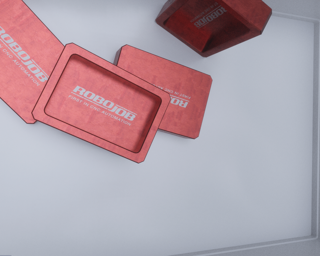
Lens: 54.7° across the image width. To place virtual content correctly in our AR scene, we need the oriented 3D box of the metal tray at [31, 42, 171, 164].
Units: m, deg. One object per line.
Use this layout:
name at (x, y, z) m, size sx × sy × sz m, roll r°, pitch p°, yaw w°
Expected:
metal tray at (-0.063, -0.025, 0.352) m, size 0.131 × 0.030 × 0.090 m, roll 26°, pitch 81°, yaw -19°

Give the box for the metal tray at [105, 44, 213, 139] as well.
metal tray at (-0.002, -0.044, 0.408) m, size 0.131 × 0.030 × 0.090 m, roll 16°, pitch 85°, yaw -20°

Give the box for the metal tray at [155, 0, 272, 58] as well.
metal tray at (0.058, -0.135, 0.377) m, size 0.090 × 0.130 × 0.030 m, roll 31°, pitch 80°, yaw -18°

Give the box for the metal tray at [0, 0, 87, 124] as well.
metal tray at (-0.159, -0.079, 0.349) m, size 0.090 × 0.030 × 0.130 m, roll -45°, pitch 105°, yaw -15°
